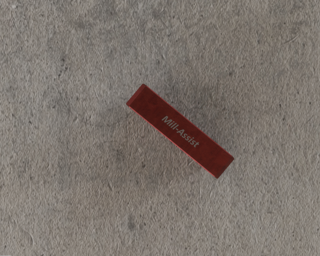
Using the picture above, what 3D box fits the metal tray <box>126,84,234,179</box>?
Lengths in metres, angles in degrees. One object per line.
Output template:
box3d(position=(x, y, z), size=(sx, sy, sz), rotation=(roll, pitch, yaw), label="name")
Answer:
box3d(position=(0.022, 0.003, 0.379), size=(0.130, 0.090, 0.030), rotation=(39, 90, -1), label="metal tray")
